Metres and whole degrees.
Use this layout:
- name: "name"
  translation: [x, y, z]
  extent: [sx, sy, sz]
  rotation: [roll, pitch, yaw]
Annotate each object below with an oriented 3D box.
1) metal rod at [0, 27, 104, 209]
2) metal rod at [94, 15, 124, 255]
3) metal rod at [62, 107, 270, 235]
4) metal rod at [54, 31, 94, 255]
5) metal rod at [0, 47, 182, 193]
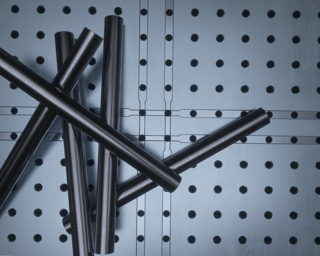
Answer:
- name: "metal rod"
  translation: [-0.160, 0.010, 0.388]
  extent: [0.025, 0.025, 0.299]
  rotation: [34, 99, -1]
- name: "metal rod"
  translation: [-0.065, 0.003, 0.396]
  extent: [0.025, 0.025, 0.298]
  rotation: [2, 84, -1]
- name: "metal rod"
  translation: [0.009, 0.057, 0.413]
  extent: [0.301, 0.025, 0.025]
  rotation: [-29, 90, -1]
- name: "metal rod"
  translation: [-0.110, 0.024, 0.396]
  extent: [0.025, 0.025, 0.298]
  rotation: [-7, 84, -1]
- name: "metal rod"
  translation: [-0.099, -0.016, 0.359]
  extent: [0.301, 0.025, 0.025]
  rotation: [37, 90, -12]
